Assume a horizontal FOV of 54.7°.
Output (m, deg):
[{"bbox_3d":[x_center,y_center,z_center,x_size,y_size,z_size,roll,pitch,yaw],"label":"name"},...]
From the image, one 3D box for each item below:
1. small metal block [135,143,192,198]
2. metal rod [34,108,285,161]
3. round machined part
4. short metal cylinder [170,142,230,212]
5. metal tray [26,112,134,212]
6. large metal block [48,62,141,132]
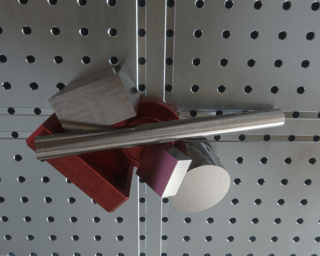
[{"bbox_3d":[0.003,0.047,0.371,0.025,0.050,0.050,4,115,-47],"label":"small metal block"},{"bbox_3d":[0.016,0.003,0.364,0.303,0.025,0.025,-7,111,-19],"label":"metal rod"},{"bbox_3d":[-0.017,0.012,0.411,0.099,0.042,0.097,0,110,-1],"label":"round machined part"},{"bbox_3d":[0.045,0.065,0.412,0.081,0.050,0.079,-8,124,-13],"label":"short metal cylinder"},{"bbox_3d":[-0.092,0.035,0.389,0.030,0.090,0.130,-42,105,14],"label":"metal tray"},{"bbox_3d":[-0.072,-0.036,0.368,0.080,0.080,0.050,-20,109,7],"label":"large metal block"}]
